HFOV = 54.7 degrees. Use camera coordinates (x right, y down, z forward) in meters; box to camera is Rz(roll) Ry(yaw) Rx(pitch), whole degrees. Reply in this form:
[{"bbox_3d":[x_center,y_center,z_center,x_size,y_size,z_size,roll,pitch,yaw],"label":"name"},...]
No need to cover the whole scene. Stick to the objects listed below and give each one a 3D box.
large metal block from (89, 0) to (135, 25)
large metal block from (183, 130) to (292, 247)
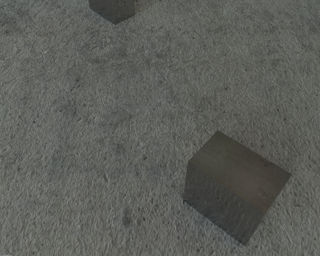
[{"bbox_3d":[-0.094,-0.254,0.581,0.050,0.080,0.080,-36,59,-26],"label":"large metal block"},{"bbox_3d":[0.073,0.062,0.316,0.080,0.080,0.050,33,58,25],"label":"large metal block"}]
